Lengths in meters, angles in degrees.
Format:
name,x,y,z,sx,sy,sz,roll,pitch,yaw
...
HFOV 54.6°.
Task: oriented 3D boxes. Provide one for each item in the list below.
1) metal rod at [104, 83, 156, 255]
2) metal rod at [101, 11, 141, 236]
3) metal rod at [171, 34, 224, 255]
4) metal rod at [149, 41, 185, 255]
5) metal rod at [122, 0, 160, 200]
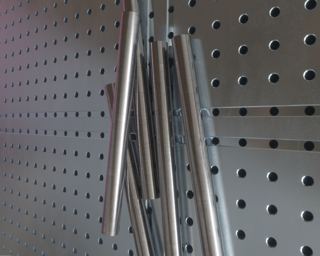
name,x,y,z,sx,sy,sz,roll,pitch,yaw
metal rod,-0.040,0.080,0.443,0.025,0.025,0.299,-21,77,38
metal rod,-0.054,-0.002,0.420,0.025,0.025,0.298,10,97,39
metal rod,0.046,0.035,0.371,0.025,0.025,0.299,-13,82,39
metal rod,0.009,0.037,0.402,0.025,0.025,0.299,-7,85,40
metal rod,-0.027,-0.053,0.432,0.025,0.025,0.299,-10,83,39
